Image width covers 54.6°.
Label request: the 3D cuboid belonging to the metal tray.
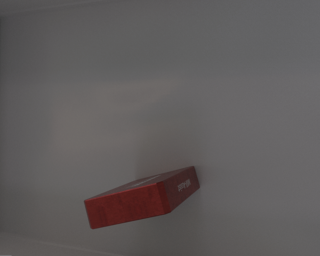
[{"bbox_3d":[-0.013,0.076,0.360,0.090,0.130,0.030,-17,84,19],"label":"metal tray"}]
